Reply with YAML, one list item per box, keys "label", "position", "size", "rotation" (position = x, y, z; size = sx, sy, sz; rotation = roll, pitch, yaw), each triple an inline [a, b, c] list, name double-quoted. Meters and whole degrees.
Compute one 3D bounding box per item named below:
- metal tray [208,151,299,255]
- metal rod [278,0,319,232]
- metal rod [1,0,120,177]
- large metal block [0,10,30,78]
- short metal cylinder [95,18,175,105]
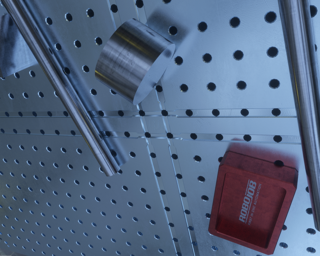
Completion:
- label: "metal tray"
  position: [0.118, 0.101, 0.407]
  size: [0.090, 0.030, 0.129]
  rotation: [15, 125, 19]
- label: "metal rod"
  position: [0.156, -0.011, 0.322]
  size: [0.025, 0.025, 0.298]
  rotation: [-6, 116, 30]
- label: "metal rod"
  position: [-0.139, -0.058, 0.446]
  size: [0.025, 0.025, 0.299]
  rotation: [-15, 111, 34]
- label: "large metal block"
  position: [-0.245, -0.124, 0.444]
  size: [0.080, 0.050, 0.079]
  rotation: [14, 124, 20]
- label: "short metal cylinder"
  position: [-0.027, -0.072, 0.344]
  size: [0.050, 0.080, 0.079]
  rotation: [35, 129, 5]
